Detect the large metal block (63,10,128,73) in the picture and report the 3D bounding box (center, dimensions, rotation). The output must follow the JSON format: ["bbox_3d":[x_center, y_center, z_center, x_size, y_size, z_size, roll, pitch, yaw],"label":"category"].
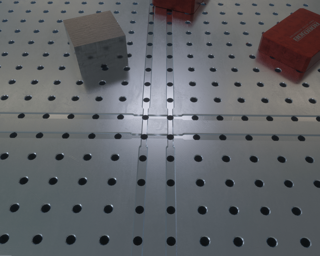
[{"bbox_3d":[-0.106,-0.144,0.512,0.081,0.050,0.080,-18,52,-15],"label":"large metal block"}]

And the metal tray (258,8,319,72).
[{"bbox_3d":[0.247,-0.156,0.537,0.131,0.030,0.090,-36,59,-27],"label":"metal tray"}]

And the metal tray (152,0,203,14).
[{"bbox_3d":[0.050,-0.292,0.649,0.090,0.030,0.130,19,52,15],"label":"metal tray"}]
